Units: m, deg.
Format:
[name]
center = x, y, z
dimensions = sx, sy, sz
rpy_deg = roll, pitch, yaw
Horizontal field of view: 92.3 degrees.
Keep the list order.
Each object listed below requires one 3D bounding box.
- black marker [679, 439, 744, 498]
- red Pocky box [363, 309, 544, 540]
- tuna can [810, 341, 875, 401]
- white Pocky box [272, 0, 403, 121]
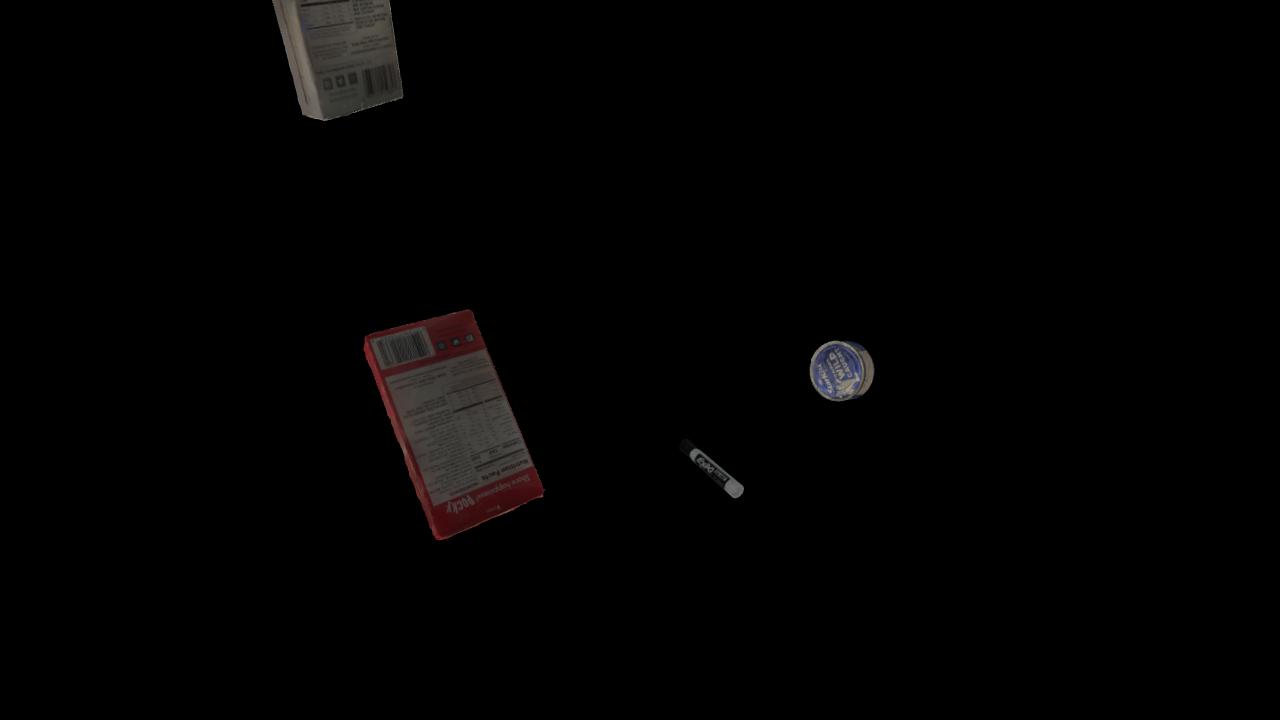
[black marker]
center = 0.087, 0.134, 0.779
dimensions = 0.020, 0.020, 0.121
rpy_deg = 0, 22, -32
[red Pocky box]
center = -0.137, 0.045, 0.454
dimensions = 0.083, 0.155, 0.028
rpy_deg = -19, -9, -32
[tuna can]
center = 0.282, 0.015, 0.859
dimensions = 0.034, 0.084, 0.084
rpy_deg = -3, 2, -42
[white Pocky box]
center = -0.214, -0.256, 0.429
dimensions = 0.028, 0.154, 0.084
rpy_deg = 21, 40, 19
